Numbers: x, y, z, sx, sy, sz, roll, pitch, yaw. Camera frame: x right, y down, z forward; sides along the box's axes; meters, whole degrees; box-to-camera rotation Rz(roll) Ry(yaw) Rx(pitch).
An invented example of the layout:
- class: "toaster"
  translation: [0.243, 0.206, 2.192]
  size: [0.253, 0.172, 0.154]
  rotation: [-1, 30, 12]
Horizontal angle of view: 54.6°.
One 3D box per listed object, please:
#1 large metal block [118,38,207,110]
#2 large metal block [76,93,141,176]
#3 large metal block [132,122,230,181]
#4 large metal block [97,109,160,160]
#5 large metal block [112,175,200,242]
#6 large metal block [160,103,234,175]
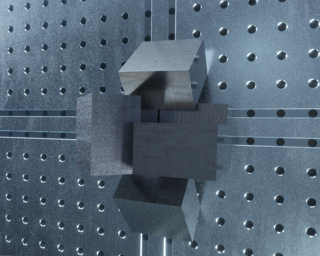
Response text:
- class: "large metal block"
  translation: [0.008, -0.066, 0.373]
  size: [0.080, 0.080, 0.050]
  rotation: [2, 129, 20]
- class: "large metal block"
  translation: [-0.060, 0.006, 0.343]
  size: [0.050, 0.080, 0.080]
  rotation: [1, 91, -25]
- class: "large metal block"
  translation: [0.026, 0.020, 0.321]
  size: [0.080, 0.080, 0.050]
  rotation: [2, 91, 20]
- class: "large metal block"
  translation: [-0.035, 0.006, 0.412]
  size: [0.080, 0.050, 0.080]
  rotation: [7, 93, 20]
- class: "large metal block"
  translation: [0.000, 0.091, 0.378]
  size: [0.080, 0.050, 0.080]
  rotation: [2, 136, 20]
- class: "large metal block"
  translation: [0.045, 0.011, 0.383]
  size: [0.080, 0.050, 0.080]
  rotation: [3, 91, 20]
